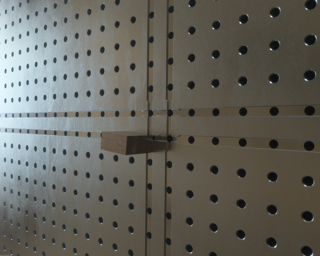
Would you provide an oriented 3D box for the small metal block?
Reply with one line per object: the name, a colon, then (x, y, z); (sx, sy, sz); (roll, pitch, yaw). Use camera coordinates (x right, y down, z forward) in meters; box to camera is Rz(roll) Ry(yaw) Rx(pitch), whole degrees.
small metal block: (-0.046, 0.020, 0.432); (0.050, 0.050, 0.025); (8, 95, 40)
